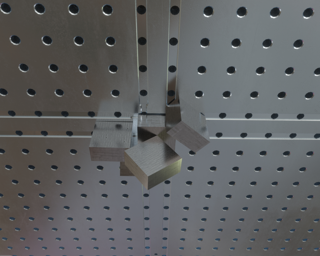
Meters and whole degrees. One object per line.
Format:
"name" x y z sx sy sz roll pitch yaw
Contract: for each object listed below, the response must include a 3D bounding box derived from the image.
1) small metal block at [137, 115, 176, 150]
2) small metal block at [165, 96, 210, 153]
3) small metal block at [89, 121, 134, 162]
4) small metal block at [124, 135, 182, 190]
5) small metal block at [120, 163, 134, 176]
"small metal block" -0.004 0.009 0.419 0.050 0.025 0.050 0 130 -2
"small metal block" 0.034 -0.005 0.391 0.050 0.050 0.025 35 121 -26
"small metal block" -0.062 0.017 0.409 0.050 0.050 0.025 2 131 -1
"small metal block" -0.009 0.042 0.384 0.050 0.050 0.025 -25 138 -29
"small metal block" -0.027 0.048 0.432 0.050 0.050 0.025 1 99 -1
